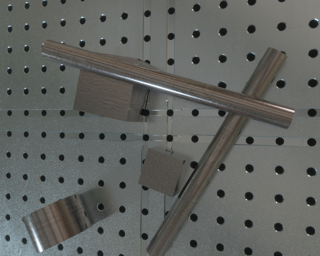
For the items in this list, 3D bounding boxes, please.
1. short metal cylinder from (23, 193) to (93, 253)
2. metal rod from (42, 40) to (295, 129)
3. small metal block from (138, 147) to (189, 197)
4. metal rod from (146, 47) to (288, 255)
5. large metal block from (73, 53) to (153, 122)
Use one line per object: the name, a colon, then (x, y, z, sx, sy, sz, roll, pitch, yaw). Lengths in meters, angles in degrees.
short metal cylinder: (-0.142, 0.132, 0.433, 0.080, 0.080, 0.050, -28, 81, 18)
metal rod: (0.002, -0.054, 0.365, 0.301, 0.025, 0.025, 17, 96, 9)
small metal block: (0.005, 0.057, 0.411, 0.050, 0.025, 0.050, 18, 96, 19)
metal rod: (0.066, 0.039, 0.389, 0.025, 0.025, 0.299, 33, 100, 17)
large metal block: (-0.063, -0.055, 0.421, 0.080, 0.050, 0.079, 13, 94, 19)
